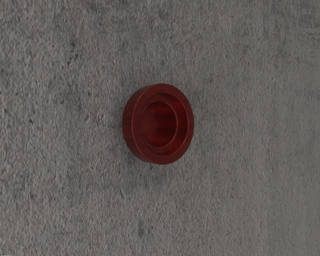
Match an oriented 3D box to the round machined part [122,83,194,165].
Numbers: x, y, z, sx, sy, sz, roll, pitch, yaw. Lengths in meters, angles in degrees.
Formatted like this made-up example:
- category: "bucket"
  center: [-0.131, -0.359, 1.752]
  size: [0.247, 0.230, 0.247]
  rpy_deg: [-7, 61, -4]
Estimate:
- category: "round machined part"
  center: [-0.007, -0.005, 0.387]
  size: [0.099, 0.042, 0.097]
  rpy_deg: [0, 90, -40]
